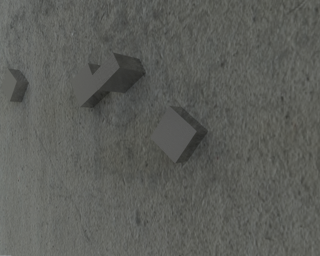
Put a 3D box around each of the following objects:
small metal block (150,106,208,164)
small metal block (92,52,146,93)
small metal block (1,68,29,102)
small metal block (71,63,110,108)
[{"bbox_3d":[0.023,0.008,0.384,0.050,0.025,0.050,45,117,30],"label":"small metal block"},{"bbox_3d":[-0.057,-0.075,0.433,0.050,0.050,0.025,-38,67,33],"label":"small metal block"},{"bbox_3d":[-0.307,-0.090,0.654,0.050,0.025,0.050,45,117,30],"label":"small metal block"},{"bbox_3d":[-0.111,-0.067,0.494,0.050,0.025,0.050,-35,69,34],"label":"small metal block"}]
